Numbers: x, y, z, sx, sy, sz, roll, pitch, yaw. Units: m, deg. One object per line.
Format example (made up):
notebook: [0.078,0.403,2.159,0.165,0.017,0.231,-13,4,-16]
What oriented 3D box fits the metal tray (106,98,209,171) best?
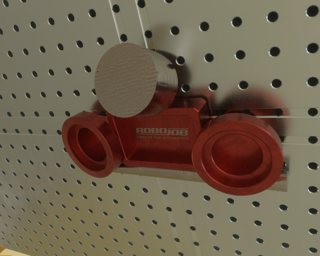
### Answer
metal tray: [0.001,0.009,0.407,0.130,0.030,0.089,1,120,27]

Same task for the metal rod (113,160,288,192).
metal rod: [0.017,0.059,0.434,0.301,0.025,0.025,2,119,27]

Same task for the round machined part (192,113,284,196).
round machined part: [0.089,0.026,0.358,0.098,0.042,0.097,8,119,15]

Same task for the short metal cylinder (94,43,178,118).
short metal cylinder: [-0.027,-0.052,0.353,0.080,0.050,0.079,1,93,28]

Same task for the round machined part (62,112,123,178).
round machined part: [-0.092,0.020,0.450,0.098,0.042,0.097,18,126,28]
